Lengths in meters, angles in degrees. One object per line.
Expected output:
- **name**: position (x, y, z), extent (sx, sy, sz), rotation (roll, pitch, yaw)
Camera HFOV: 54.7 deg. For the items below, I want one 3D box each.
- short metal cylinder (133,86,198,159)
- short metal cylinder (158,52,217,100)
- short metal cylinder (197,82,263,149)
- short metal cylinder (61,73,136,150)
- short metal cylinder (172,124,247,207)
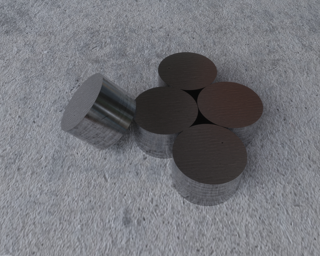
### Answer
- **short metal cylinder**: position (0.006, -0.007, 0.394), extent (0.080, 0.050, 0.080), rotation (0, 50, 0)
- **short metal cylinder**: position (0.038, -0.063, 0.442), extent (0.080, 0.050, 0.080), rotation (0, 50, 0)
- **short metal cylinder**: position (0.086, -0.015, 0.401), extent (0.080, 0.050, 0.080), rotation (0, 50, 0)
- **short metal cylinder**: position (-0.075, -0.020, 0.378), extent (0.080, 0.050, 0.080), rotation (-33, 39, 32)
- **short metal cylinder**: position (0.054, 0.042, 0.354), extent (0.080, 0.050, 0.080), rotation (0, 50, 0)
